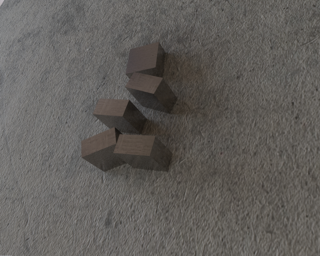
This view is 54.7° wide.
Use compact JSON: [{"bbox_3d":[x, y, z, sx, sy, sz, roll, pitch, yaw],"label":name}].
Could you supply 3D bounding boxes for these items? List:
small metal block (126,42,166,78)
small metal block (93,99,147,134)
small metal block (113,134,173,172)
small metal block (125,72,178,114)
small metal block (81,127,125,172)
[{"bbox_3d":[-0.021,-0.100,0.477,0.050,0.025,0.050,-8,58,24],"label":"small metal block"},{"bbox_3d":[-0.054,-0.016,0.426,0.050,0.050,0.025,5,65,30],"label":"small metal block"},{"bbox_3d":[-0.020,0.031,0.379,0.050,0.050,0.025,2,63,29],"label":"small metal block"},{"bbox_3d":[-0.011,-0.048,0.423,0.050,0.050,0.025,18,71,35],"label":"small metal block"},{"bbox_3d":[-0.066,0.029,0.405,0.050,0.050,0.025,-22,54,15],"label":"small metal block"}]
